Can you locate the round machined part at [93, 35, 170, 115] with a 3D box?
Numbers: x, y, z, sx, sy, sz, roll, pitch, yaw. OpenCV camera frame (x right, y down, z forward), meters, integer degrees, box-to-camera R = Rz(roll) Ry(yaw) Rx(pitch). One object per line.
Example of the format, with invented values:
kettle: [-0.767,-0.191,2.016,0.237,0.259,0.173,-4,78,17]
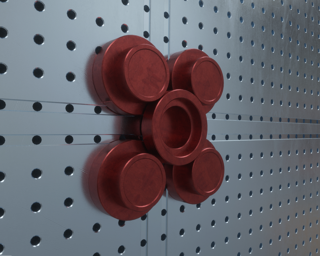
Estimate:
round machined part: [-0.027,-0.064,0.376,0.099,0.042,0.097,0,90,-40]

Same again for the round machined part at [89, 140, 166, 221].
round machined part: [-0.031,0.063,0.374,0.099,0.042,0.097,0,90,-40]

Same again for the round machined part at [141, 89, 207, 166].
round machined part: [0.015,-0.001,0.410,0.099,0.042,0.097,0,90,-40]

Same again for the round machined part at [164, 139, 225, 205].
round machined part: [0.055,0.061,0.446,0.099,0.042,0.097,0,90,-40]

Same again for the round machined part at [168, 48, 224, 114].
round machined part: [0.054,-0.065,0.445,0.099,0.042,0.097,0,90,-40]
